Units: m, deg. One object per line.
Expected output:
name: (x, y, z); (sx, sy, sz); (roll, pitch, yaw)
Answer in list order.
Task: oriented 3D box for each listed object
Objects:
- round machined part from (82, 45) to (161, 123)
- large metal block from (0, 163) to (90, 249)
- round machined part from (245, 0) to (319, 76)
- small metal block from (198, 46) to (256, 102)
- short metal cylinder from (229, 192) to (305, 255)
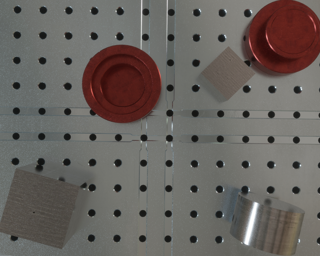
round machined part: (-0.047, -0.055, 0.404); (0.099, 0.042, 0.097); (0, 90, 0)
large metal block: (-0.147, 0.098, 0.400); (0.080, 0.050, 0.080); (16, 90, 0)
round machined part: (0.166, -0.120, 0.406); (0.099, 0.042, 0.097); (0, 90, 0)
small metal block: (0.088, -0.071, 0.414); (0.050, 0.025, 0.050); (-44, 90, 0)
short metal cylinder: (0.132, 0.116, 0.387); (0.080, 0.080, 0.050); (13, 90, 0)
